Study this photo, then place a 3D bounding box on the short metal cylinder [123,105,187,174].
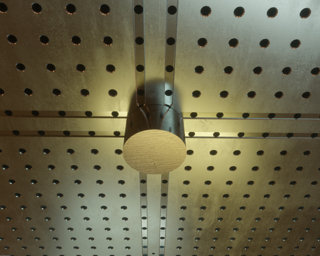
[{"bbox_3d":[-0.007,0.016,0.408,0.081,0.050,0.079,0,130,0],"label":"short metal cylinder"}]
